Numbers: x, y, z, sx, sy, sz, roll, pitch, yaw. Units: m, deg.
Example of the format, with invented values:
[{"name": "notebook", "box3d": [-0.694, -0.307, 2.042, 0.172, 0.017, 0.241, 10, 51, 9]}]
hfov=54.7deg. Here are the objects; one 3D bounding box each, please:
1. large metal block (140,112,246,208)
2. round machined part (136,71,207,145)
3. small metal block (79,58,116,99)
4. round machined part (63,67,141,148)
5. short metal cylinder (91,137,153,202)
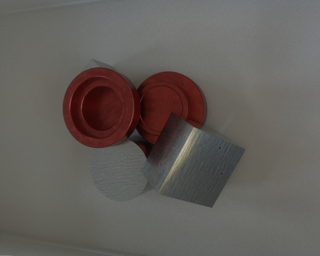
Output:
[{"name": "large metal block", "box3d": [0.037, 0.038, 0.359, 0.080, 0.080, 0.050, -63, 32, 9]}, {"name": "round machined part", "box3d": [0.008, -0.024, 0.394, 0.098, 0.042, 0.097, 0, 90, 19]}, {"name": "small metal block", "box3d": [-0.087, -0.063, 0.424, 0.025, 0.050, 0.050, 46, 104, 14]}, {"name": "round machined part", "box3d": [-0.069, -0.025, 0.392, 0.098, 0.042, 0.097, 0, 90, 19]}, {"name": "short metal cylinder", "box3d": [-0.043, 0.052, 0.409, 0.080, 0.050, 0.079, 0, 90, 19]}]
